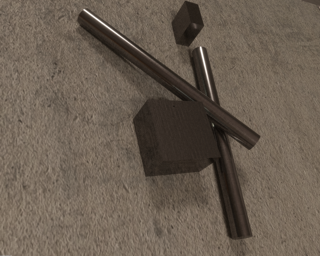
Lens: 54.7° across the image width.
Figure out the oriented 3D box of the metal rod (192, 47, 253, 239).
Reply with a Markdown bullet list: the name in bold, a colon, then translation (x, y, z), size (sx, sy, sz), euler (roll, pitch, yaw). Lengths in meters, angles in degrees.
- **metal rod**: translation (0.083, 0.003, 0.448), size (0.025, 0.025, 0.299), euler (7, 59, -25)

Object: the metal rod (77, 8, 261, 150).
- **metal rod**: translation (0.010, -0.070, 0.433), size (0.300, 0.025, 0.025), euler (37, 51, 4)

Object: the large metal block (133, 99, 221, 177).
- **large metal block**: translation (0.019, 0.012, 0.392), size (0.081, 0.050, 0.080), euler (0, 62, -29)

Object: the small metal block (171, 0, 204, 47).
- **small metal block**: translation (0.046, -0.175, 0.521), size (0.025, 0.050, 0.050), euler (5, 59, -26)
